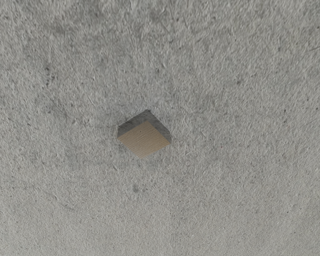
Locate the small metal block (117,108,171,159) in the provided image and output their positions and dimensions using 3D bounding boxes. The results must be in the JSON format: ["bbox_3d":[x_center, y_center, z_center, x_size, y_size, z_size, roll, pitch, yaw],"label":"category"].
[{"bbox_3d":[-0.021,0.009,0.416,0.050,0.025,0.050,-30,125,22],"label":"small metal block"}]
